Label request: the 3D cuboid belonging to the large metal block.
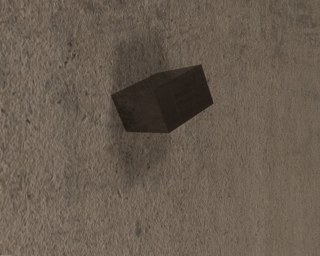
[{"bbox_3d":[0.003,-0.035,0.373,0.081,0.080,0.050,-33,111,-36],"label":"large metal block"}]
